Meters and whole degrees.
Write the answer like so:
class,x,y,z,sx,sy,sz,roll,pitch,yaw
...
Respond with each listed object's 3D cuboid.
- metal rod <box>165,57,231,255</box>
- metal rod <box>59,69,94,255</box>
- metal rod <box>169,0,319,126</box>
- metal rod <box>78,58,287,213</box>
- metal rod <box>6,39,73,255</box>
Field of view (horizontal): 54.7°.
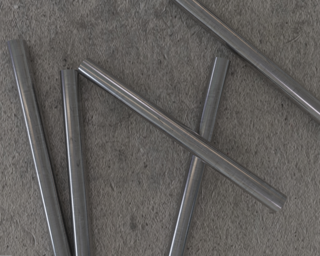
class,x,y,z,sx,sy,sz,roll,pitch,yaw
metal rod,0.047,0.055,0.410,0.025,0.025,0.298,13,90,0
metal rod,-0.108,0.074,0.408,0.025,0.025,0.298,-5,90,0
metal rod,0.131,-0.087,0.410,0.300,0.025,0.025,40,90,0
metal rod,0.022,0.004,0.389,0.300,0.025,0.025,35,90,8
metal rod,-0.157,0.033,0.408,0.025,0.025,0.298,-12,90,0
